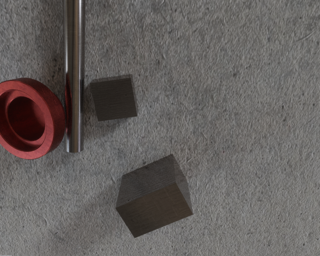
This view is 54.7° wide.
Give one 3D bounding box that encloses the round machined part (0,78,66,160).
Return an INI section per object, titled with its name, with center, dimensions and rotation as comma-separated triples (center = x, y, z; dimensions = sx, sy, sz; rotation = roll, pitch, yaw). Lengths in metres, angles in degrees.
[round machined part]
center = -0.158, -0.014, 0.383
dimensions = 0.098, 0.042, 0.097
rotation = 6, 109, 19

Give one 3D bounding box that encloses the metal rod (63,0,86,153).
[metal rod]
center = -0.102, -0.111, 0.367
dimensions = 0.025, 0.025, 0.298
rotation = 5, 110, -2

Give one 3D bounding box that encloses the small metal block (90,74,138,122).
[small metal block]
center = -0.057, -0.039, 0.395
dimensions = 0.050, 0.025, 0.050
rotation = -8, 110, 2

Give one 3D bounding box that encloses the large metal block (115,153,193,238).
[large metal block]
center = -0.007, 0.087, 0.413
dimensions = 0.080, 0.080, 0.050
rotation = -24, 109, 8
